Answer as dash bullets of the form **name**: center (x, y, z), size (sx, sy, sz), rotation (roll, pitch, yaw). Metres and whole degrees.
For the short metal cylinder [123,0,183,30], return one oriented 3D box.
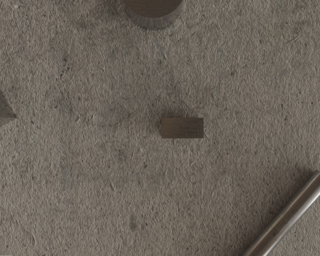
- **short metal cylinder**: center (-0.009, -0.172, 0.397), size (0.081, 0.050, 0.080), rotation (0, 90, 0)

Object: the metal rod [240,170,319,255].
- **metal rod**: center (0.118, 0.176, 0.411), size (0.025, 0.025, 0.300), rotation (42, 90, 0)

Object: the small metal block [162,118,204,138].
- **small metal block**: center (0.027, 0.000, 0.398), size (0.050, 0.050, 0.025), rotation (0, 90, 0)

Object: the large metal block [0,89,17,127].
- **large metal block**: center (-0.249, -0.029, 0.395), size (0.080, 0.050, 0.080), rotation (-29, 90, 0)
